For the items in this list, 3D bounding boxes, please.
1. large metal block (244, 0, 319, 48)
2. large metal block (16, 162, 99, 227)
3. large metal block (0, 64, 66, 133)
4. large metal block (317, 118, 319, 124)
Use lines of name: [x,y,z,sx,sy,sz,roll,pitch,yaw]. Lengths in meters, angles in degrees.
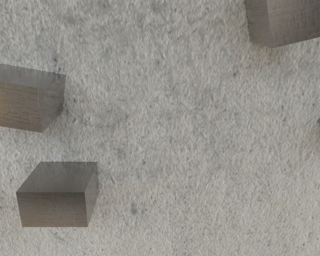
large metal block: [0.127,-0.135,0.332,0.050,0.080,0.080,-13,110,4]
large metal block: [-0.129,0.085,0.410,0.081,0.080,0.050,0,110,-1]
large metal block: [-0.164,-0.038,0.364,0.081,0.080,0.050,9,110,-4]
large metal block: [0.271,-0.008,0.397,0.080,0.050,0.080,35,106,-13]
